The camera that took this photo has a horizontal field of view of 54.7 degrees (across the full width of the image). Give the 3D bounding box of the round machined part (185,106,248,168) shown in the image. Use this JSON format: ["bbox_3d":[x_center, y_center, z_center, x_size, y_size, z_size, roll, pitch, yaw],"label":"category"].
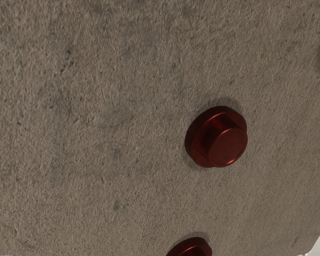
[{"bbox_3d":[0.090,0.020,0.459,0.099,0.042,0.097,-14,125,-21],"label":"round machined part"}]

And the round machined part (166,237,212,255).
[{"bbox_3d":[0.059,0.260,0.592,0.099,0.042,0.097,-14,125,-21],"label":"round machined part"}]
